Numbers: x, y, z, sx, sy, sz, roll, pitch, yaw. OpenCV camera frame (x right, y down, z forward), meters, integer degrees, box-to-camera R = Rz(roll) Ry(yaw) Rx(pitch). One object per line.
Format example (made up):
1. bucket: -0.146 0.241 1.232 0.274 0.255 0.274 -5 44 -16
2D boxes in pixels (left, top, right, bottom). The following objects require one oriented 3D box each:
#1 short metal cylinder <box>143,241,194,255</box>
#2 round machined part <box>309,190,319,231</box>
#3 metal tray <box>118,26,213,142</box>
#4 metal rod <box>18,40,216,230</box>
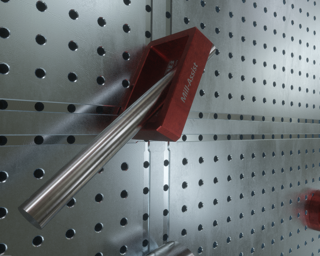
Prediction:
1. short metal cylinder: 0.010 0.189 0.382 0.050 0.080 0.079 -14 99 -39
2. round machined part: 0.395 0.197 0.729 0.099 0.042 0.097 0 90 -40
3. metal tray: 0.003 -0.050 0.368 0.030 0.090 0.130 32 70 -36
4. metal rod: -0.018 -0.019 0.329 0.301 0.025 0.025 -47 118 -37
